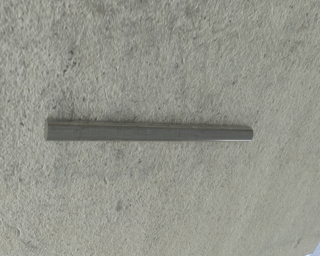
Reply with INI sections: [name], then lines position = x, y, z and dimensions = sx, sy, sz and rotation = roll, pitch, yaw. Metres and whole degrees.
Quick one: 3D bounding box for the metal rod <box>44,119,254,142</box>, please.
[metal rod]
position = 0.006, 0.006, 0.414
dimensions = 0.302, 0.025, 0.025
rotation = 2, 118, -29
